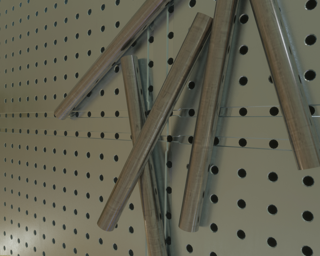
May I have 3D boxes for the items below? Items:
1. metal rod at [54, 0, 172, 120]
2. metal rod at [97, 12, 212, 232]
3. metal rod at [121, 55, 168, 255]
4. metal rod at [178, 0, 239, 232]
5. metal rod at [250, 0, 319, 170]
[{"bbox_3d":[-0.082,-0.104,0.478,0.299,0.025,0.025,-39,66,33],"label":"metal rod"},{"bbox_3d":[-0.009,0.001,0.394,0.025,0.025,0.299,34,103,35],"label":"metal rod"},{"bbox_3d":[-0.022,0.046,0.428,0.025,0.025,0.299,-15,81,39],"label":"metal rod"},{"bbox_3d":[0.058,-0.024,0.362,0.025,0.025,0.298,15,99,39],"label":"metal rod"},{"bbox_3d":[0.112,-0.107,0.317,0.025,0.025,0.299,-20,77,38],"label":"metal rod"}]
